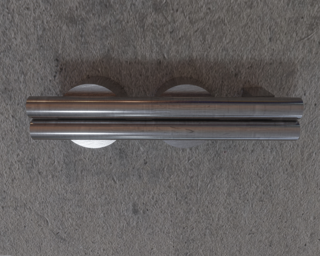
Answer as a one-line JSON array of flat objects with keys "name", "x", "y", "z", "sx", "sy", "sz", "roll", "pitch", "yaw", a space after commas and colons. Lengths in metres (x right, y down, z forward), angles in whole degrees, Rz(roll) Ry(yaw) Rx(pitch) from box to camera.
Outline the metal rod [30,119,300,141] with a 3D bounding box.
[{"name": "metal rod", "x": 0.006, "y": 0.002, "z": 0.358, "sx": 0.302, "sy": 0.025, "sz": 0.025, "roll": 0, "pitch": 110, "yaw": -1}]

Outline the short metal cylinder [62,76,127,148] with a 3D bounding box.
[{"name": "short metal cylinder", "x": -0.080, "y": -0.021, "z": 0.388, "sx": 0.081, "sy": 0.050, "sz": 0.079, "roll": 0, "pitch": 110, "yaw": 0}]

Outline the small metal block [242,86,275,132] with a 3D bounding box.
[{"name": "small metal block", "x": 0.121, "y": -0.022, "z": 0.392, "sx": 0.025, "sy": 0.050, "sz": 0.050, "roll": -2, "pitch": 110, "yaw": 0}]

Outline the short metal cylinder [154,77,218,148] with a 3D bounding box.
[{"name": "short metal cylinder", "x": 0.030, "y": -0.021, "z": 0.391, "sx": 0.081, "sy": 0.050, "sz": 0.079, "roll": 0, "pitch": 110, "yaw": 0}]

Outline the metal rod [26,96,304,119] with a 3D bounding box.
[{"name": "metal rod", "x": 0.006, "y": -0.023, "z": 0.349, "sx": 0.302, "sy": 0.025, "sz": 0.025, "roll": 0, "pitch": 110, "yaw": -1}]
